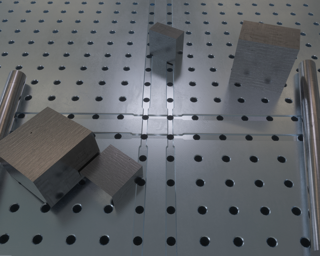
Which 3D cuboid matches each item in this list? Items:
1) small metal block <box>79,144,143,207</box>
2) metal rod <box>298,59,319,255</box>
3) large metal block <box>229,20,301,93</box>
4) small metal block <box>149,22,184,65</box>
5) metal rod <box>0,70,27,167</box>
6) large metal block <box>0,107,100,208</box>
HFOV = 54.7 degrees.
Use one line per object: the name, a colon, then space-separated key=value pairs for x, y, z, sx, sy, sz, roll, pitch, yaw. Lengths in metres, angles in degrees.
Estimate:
small metal block: x=-0.055 y=0.054 z=0.361 sx=0.050 sy=0.025 sz=0.050 roll=31 pitch=56 yaw=23
metal rod: x=0.197 y=0.013 z=0.397 sx=0.025 sy=0.025 sz=0.300 roll=11 pitch=51 yaw=9
large metal block: x=0.153 y=-0.105 z=0.461 sx=0.080 sy=0.080 sz=0.050 roll=14 pitch=52 yaw=11
small metal block: x=0.010 y=-0.138 z=0.508 sx=0.050 sy=0.050 sz=0.025 roll=25 pitch=55 yaw=20
metal rod: x=-0.205 y=0.036 z=0.375 sx=0.025 sy=0.025 sz=0.300 roll=-3 pitch=50 yaw=-3
large metal block: x=-0.128 y=0.030 z=0.359 sx=0.080 sy=0.050 sz=0.080 roll=26 pitch=54 yaw=29
